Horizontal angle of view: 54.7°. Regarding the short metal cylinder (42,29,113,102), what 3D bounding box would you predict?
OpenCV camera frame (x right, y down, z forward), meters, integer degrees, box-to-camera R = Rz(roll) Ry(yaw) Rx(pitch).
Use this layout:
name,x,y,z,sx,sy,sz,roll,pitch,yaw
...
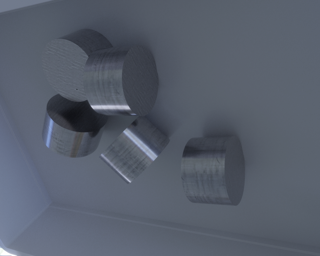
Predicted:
name,x,y,z,sx,sy,sz,roll,pitch,yaw
short metal cylinder,-0.101,-0.080,0.394,0.080,0.050,0.079,13,124,20

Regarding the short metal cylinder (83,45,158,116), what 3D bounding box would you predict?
name,x,y,z,sx,sy,sz,roll,pitch,yaw
short metal cylinder,-0.043,-0.054,0.361,0.050,0.080,0.079,2,119,27

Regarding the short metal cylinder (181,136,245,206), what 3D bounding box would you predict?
name,x,y,z,sx,sy,sz,roll,pitch,yaw
short metal cylinder,0.066,0.050,0.369,0.050,0.080,0.080,-4,117,30

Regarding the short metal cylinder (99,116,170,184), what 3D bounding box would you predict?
name,x,y,z,sx,sy,sz,roll,pitch,yaw
short metal cylinder,-0.033,0.026,0.405,0.050,0.080,0.080,44,129,-3

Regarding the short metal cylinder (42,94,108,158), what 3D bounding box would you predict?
name,x,y,z,sx,sy,sz,roll,pitch,yaw
short metal cylinder,-0.118,-0.005,0.430,0.080,0.080,0.050,32,128,7
